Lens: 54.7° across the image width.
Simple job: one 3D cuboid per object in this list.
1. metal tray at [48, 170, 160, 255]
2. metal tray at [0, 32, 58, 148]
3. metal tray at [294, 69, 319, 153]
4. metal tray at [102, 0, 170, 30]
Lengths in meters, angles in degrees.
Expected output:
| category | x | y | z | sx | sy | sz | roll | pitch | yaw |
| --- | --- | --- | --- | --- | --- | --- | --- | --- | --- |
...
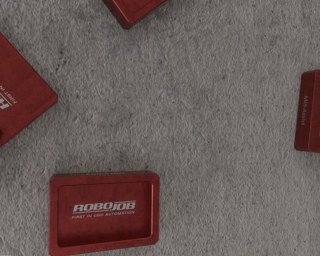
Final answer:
| category | x | y | z | sx | sy | sz | roll | pitch | yaw |
| --- | --- | --- | --- | --- | --- | --- | --- | --- | --- |
| metal tray | -0.067 | 0.101 | 0.381 | 0.131 | 0.030 | 0.089 | 1 | 90 | -20 |
| metal tray | -0.189 | -0.052 | 0.336 | 0.090 | 0.030 | 0.130 | -43 | 104 | -15 |
| metal tray | 0.271 | -0.023 | 0.506 | 0.091 | 0.030 | 0.129 | 8 | 87 | -20 |
| metal tray | -0.019 | -0.200 | 0.398 | 0.130 | 0.030 | 0.090 | -40 | 103 | -16 |
